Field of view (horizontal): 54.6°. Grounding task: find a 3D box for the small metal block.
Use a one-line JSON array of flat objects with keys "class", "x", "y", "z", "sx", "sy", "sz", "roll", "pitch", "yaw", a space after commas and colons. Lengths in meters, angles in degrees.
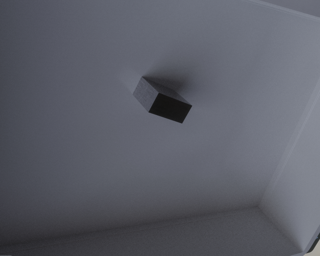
[{"class": "small metal block", "x": 0.002, "y": -0.034, "z": 0.372, "sx": 0.050, "sy": 0.050, "sz": 0.025, "roll": 17, "pitch": 109, "yaw": -35}]
